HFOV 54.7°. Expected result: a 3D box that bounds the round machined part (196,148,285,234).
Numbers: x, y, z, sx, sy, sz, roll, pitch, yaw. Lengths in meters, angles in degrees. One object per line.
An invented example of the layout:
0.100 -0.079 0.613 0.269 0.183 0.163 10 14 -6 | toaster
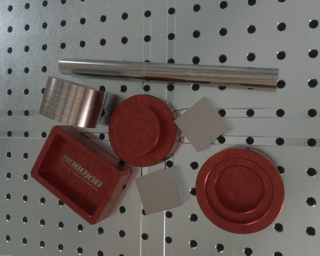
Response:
0.095 0.071 0.370 0.098 0.042 0.097 0 90 20 | round machined part

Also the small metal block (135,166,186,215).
0.001 0.083 0.412 0.050 0.025 0.050 -20 83 18 | small metal block

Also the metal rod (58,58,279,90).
-0.003 -0.075 0.413 0.301 0.025 0.025 7 93 19 | metal rod

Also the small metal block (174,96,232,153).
0.055 -0.005 0.393 0.050 0.025 0.050 -40 78 15 | small metal block

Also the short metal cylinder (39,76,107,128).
-0.118 -0.036 0.425 0.080 0.080 0.050 19 96 19 | short metal cylinder

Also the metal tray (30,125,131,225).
-0.117 0.065 0.451 0.130 0.030 0.090 32 101 17 | metal tray

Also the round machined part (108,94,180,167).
-0.026 0.003 0.412 0.098 0.042 0.097 -1 87 19 | round machined part
